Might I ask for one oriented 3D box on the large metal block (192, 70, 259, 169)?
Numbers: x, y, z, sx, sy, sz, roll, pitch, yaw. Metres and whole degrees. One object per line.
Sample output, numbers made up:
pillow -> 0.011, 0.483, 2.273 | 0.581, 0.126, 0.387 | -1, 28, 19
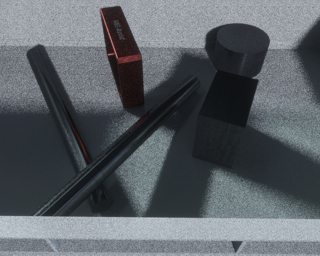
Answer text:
large metal block -> 0.079, -0.010, 0.379 | 0.050, 0.080, 0.080 | 17, 52, 13

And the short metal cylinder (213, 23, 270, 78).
short metal cylinder -> 0.127, -0.123, 0.494 | 0.081, 0.050, 0.080 | 0, 50, 0

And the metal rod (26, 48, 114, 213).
metal rod -> -0.132, -0.017, 0.417 | 0.025, 0.025, 0.300 | -22, 54, -18

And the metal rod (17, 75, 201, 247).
metal rod -> -0.034, 0.015, 0.369 | 0.025, 0.025, 0.302 | 28, 48, 21

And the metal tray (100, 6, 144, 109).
metal tray -> -0.055, -0.103, 0.448 | 0.030, 0.089, 0.130 | -13, 51, -11
